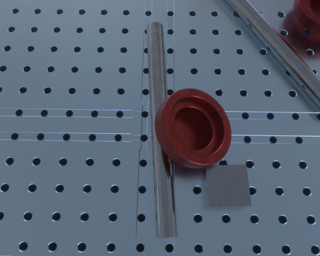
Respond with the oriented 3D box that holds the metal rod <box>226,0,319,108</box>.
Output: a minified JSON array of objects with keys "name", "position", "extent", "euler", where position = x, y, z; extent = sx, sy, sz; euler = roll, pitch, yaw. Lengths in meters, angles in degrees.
[{"name":"metal rod","position":[0.160,-0.141,0.464],"extent":[0.025,0.025,0.299],"euler":[-31,73,-10]}]

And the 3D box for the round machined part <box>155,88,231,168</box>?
[{"name":"round machined part","position":[0.037,0.003,0.388],"extent":[0.099,0.042,0.098],"euler":[10,66,-24]}]

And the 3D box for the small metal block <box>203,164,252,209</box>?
[{"name":"small metal block","position":[0.082,0.073,0.385],"extent":[0.050,0.025,0.050],"euler":[-2,70,-1]}]

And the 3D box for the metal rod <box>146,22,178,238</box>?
[{"name":"metal rod","position":[0.000,-0.012,0.415],"extent":[0.025,0.025,0.299],"euler":[-3,70,-1]}]

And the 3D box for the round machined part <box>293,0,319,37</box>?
[{"name":"round machined part","position":[0.251,-0.178,0.469],"extent":[0.099,0.042,0.098],"euler":[0,70,0]}]
